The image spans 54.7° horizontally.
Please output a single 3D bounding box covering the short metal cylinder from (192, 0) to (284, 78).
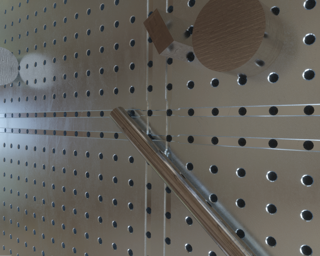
[{"bbox_3d":[0.081,-0.096,0.326,0.080,0.050,0.080,0,90,40],"label":"short metal cylinder"}]

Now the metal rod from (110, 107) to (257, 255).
[{"bbox_3d":[0.025,0.072,0.388,0.300,0.025,0.025,46,118,30],"label":"metal rod"}]

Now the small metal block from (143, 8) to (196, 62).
[{"bbox_3d":[0.014,-0.113,0.382,0.025,0.050,0.050,-38,67,34],"label":"small metal block"}]

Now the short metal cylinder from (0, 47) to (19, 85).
[{"bbox_3d":[-0.356,-0.132,0.668,0.050,0.081,0.079,2,91,40],"label":"short metal cylinder"}]
